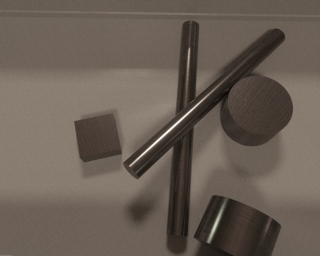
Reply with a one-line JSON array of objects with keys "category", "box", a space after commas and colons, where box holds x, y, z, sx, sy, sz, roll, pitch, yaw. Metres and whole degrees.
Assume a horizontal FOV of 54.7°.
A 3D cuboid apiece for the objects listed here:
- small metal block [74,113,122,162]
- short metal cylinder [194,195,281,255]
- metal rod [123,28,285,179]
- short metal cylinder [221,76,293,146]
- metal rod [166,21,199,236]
[{"category": "small metal block", "box": [-0.080, 0.013, 0.404, 0.050, 0.025, 0.050, -12, 71, -5]}, {"category": "short metal cylinder", "box": [0.084, 0.115, 0.339, 0.080, 0.080, 0.050, 25, 72, 8]}, {"category": "metal rod", "box": [0.071, -0.044, 0.406, 0.025, 0.025, 0.301, 43, 67, 13]}, {"category": "short metal cylinder", "box": [0.124, -0.021, 0.406, 0.081, 0.050, 0.080, 0, 70, -1]}, {"category": "metal rod", "box": [0.033, -0.014, 0.415, 0.025, 0.025, 0.299, 5, 70, 1]}]
